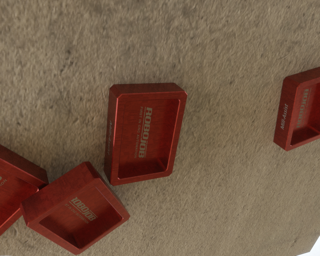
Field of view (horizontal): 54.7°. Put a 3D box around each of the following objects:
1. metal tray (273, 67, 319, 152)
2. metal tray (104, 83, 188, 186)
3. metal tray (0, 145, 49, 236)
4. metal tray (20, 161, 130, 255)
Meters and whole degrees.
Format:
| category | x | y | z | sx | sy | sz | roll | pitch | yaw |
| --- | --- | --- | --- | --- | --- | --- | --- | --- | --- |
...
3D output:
| category | x | y | z | sx | sy | sz | roll | pitch | yaw |
| --- | --- | --- | --- | --- | --- | --- | --- | --- | --- |
| metal tray | 0.244 | -0.031 | 0.520 | 0.091 | 0.030 | 0.129 | -18 | 126 | -19 |
| metal tray | -0.021 | 0.008 | 0.398 | 0.091 | 0.030 | 0.129 | -6 | 121 | -26 |
| metal tray | -0.203 | 0.082 | 0.343 | 0.130 | 0.030 | 0.090 | -44 | 130 | 2 |
| metal tray | -0.099 | 0.106 | 0.393 | 0.090 | 0.030 | 0.130 | -34 | 143 | -11 |
